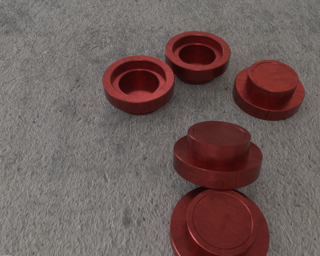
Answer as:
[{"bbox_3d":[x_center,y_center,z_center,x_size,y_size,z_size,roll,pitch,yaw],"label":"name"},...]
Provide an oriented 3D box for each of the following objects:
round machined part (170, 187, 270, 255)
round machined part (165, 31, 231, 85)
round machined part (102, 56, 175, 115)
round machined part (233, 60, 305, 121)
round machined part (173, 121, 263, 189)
[{"bbox_3d":[0.059,0.099,0.309,0.099,0.042,0.098,0,50,0],"label":"round machined part"},{"bbox_3d":[0.057,-0.105,0.481,0.099,0.042,0.098,0,50,0],"label":"round machined part"},{"bbox_3d":[-0.029,-0.056,0.439,0.099,0.042,0.098,0,50,0],"label":"round machined part"},{"bbox_3d":[0.157,-0.060,0.444,0.099,0.042,0.098,0,50,0],"label":"round machined part"},{"bbox_3d":[0.065,0.024,0.348,0.099,0.042,0.098,1,23,0],"label":"round machined part"}]
